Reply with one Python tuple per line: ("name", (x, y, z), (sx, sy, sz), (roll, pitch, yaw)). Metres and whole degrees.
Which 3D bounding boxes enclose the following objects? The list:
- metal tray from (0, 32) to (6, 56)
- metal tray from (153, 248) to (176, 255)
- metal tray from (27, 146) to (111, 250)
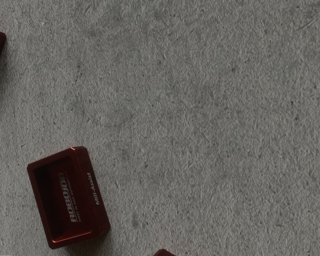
("metal tray", (-0.330, -0.139, 0.522), (0.130, 0.030, 0.090), (25, 98, 18))
("metal tray", (0.011, 0.238, 0.403), (0.090, 0.030, 0.129), (24, 98, 18))
("metal tray", (-0.135, 0.101, 0.453), (0.090, 0.030, 0.129), (-21, 83, 18))
